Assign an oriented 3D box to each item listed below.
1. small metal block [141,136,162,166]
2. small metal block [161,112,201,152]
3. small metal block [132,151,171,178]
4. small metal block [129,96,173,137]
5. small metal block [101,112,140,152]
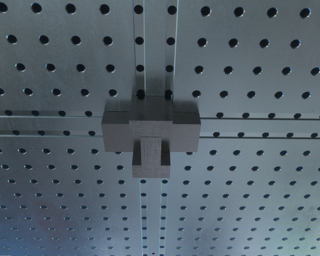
[{"bbox_3d":[-0.011,0.014,0.406,0.025,0.050,0.050,1,130,-1],"label":"small metal block"},{"bbox_3d":[0.026,0.006,0.417,0.050,0.025,0.050,1,130,-1],"label":"small metal block"},{"bbox_3d":[-0.012,0.042,0.431,0.050,0.050,0.025,1,130,-1],"label":"small metal block"},{"bbox_3d":[-0.011,-0.015,0.382,0.050,0.050,0.025,1,130,-1],"label":"small metal block"},{"bbox_3d":[-0.049,0.006,0.415,0.050,0.025,0.050,0,130,-1],"label":"small metal block"}]
